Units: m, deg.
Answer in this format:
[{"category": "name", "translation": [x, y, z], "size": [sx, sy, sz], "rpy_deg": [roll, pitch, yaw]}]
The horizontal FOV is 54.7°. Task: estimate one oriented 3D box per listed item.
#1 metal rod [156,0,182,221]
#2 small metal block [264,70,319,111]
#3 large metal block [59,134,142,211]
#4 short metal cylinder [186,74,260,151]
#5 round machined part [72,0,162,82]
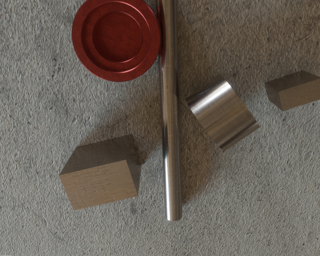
[{"category": "metal rod", "translation": [0.014, -0.010, 0.406], "size": [0.025, 0.025, 0.298], "rpy_deg": [-3, 110, 0]}, {"category": "small metal block", "translation": [0.164, -0.047, 0.382], "size": [0.050, 0.050, 0.025], "rpy_deg": [-18, 109, 6]}, {"category": "large metal block", "translation": [-0.071, 0.054, 0.399], "size": [0.080, 0.080, 0.050], "rpy_deg": [-14, 110, 4]}, {"category": "short metal cylinder", "translation": [0.075, -0.019, 0.375], "size": [0.050, 0.080, 0.080], "rpy_deg": [-37, 106, 12]}, {"category": "round machined part", "translation": [-0.047, -0.106, 0.359], "size": [0.099, 0.042, 0.097], "rpy_deg": [1, 111, 2]}]
